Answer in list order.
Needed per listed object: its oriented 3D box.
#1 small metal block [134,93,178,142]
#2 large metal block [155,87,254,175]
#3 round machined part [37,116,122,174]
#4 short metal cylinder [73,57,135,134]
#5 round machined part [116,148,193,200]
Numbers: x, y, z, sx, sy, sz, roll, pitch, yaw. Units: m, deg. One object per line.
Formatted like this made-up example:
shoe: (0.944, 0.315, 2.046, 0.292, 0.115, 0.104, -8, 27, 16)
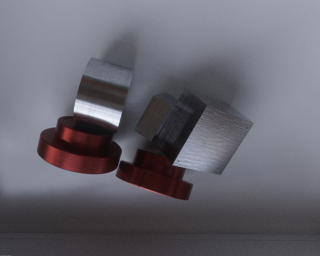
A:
small metal block: (-0.002, -0.015, 0.389, 0.025, 0.050, 0.050, 33, 108, 10)
large metal block: (0.054, 0.006, 0.385, 0.081, 0.050, 0.080, 16, 111, -34)
round machined part: (-0.094, 0.016, 0.377, 0.099, 0.098, 0.042, 16, 102, -6)
short metal cylinder: (-0.065, -0.038, 0.367, 0.050, 0.080, 0.079, 16, 109, -6)
round machined part: (-0.004, 0.056, 0.398, 0.099, 0.098, 0.042, 19, 84, -8)
